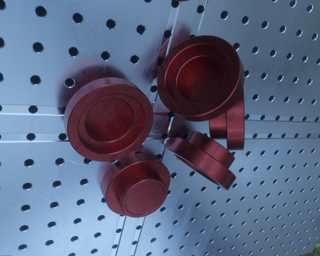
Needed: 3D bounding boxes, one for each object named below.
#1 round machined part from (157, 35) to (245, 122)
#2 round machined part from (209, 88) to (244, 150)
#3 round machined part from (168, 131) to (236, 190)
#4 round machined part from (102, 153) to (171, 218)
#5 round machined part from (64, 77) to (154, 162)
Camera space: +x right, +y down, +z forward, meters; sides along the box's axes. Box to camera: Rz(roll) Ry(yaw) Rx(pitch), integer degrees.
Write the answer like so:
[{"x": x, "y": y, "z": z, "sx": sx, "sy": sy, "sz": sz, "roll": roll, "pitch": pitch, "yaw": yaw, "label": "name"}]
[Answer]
[{"x": 0.049, "y": -0.054, "z": 0.361, "sx": 0.098, "sy": 0.098, "sz": 0.042, "roll": -49, "pitch": 149, "yaw": 6, "label": "round machined part"}, {"x": 0.087, "y": -0.019, "z": 0.411, "sx": 0.042, "sy": 0.098, "sz": 0.097, "roll": -1, "pitch": 126, "yaw": 12, "label": "round machined part"}, {"x": 0.062, "y": 0.040, "z": 0.424, "sx": 0.098, "sy": 0.098, "sz": 0.042, "roll": 40, "pitch": 82, "yaw": -39, "label": "round machined part"}, {"x": -0.028, "y": 0.087, "z": 0.438, "sx": 0.099, "sy": 0.042, "sz": 0.097, "roll": -14, "pitch": 124, "yaw": -21, "label": "round machined part"}, {"x": -0.061, "y": -0.013, "z": 0.359, "sx": 0.099, "sy": 0.042, "sz": 0.097, "roll": -14, "pitch": 124, "yaw": -21, "label": "round machined part"}]
